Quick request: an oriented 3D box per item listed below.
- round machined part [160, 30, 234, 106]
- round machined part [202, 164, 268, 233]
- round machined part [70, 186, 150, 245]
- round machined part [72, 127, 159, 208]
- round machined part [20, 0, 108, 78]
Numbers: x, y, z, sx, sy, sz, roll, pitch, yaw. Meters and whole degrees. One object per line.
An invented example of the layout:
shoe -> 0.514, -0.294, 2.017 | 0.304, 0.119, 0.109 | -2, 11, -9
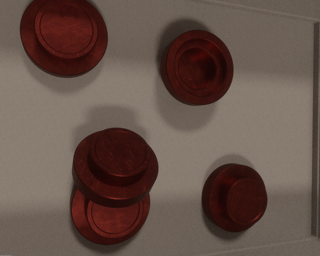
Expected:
round machined part -> 0.046, -0.079, 0.420 | 0.099, 0.042, 0.097 | 0, 90, -21
round machined part -> 0.114, 0.102, 0.445 | 0.099, 0.042, 0.097 | 0, 90, -21
round machined part -> -0.058, 0.095, 0.381 | 0.099, 0.042, 0.097 | 0, 90, -21
round machined part -> -0.049, 0.038, 0.356 | 0.099, 0.042, 0.098 | 11, 45, -11
round machined part -> -0.110, -0.110, 0.361 | 0.099, 0.042, 0.097 | 0, 90, -21
